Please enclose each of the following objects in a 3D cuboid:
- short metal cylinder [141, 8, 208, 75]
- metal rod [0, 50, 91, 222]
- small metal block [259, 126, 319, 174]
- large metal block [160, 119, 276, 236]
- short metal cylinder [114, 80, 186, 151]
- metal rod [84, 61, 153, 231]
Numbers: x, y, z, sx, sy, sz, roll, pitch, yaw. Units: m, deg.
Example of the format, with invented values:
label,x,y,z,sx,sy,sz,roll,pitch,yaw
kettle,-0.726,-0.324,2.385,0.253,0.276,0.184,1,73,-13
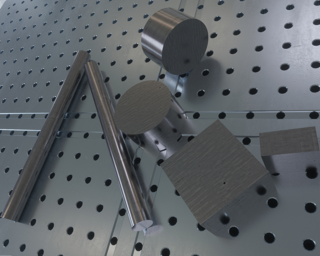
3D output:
label,x,y,z,sx,sy,sz,roll,pitch,yaw
short metal cylinder,0.021,-0.122,0.437,0.080,0.080,0.050,-45,51,-3
metal rod,-0.176,-0.001,0.501,0.025,0.025,0.300,2,63,29
small metal block,0.130,0.024,0.309,0.050,0.050,0.025,-9,58,24
large metal block,0.060,0.052,0.329,0.080,0.050,0.080,-38,51,2
short metal cylinder,-0.012,-0.016,0.408,0.080,0.050,0.080,-13,56,21
metal rod,-0.069,0.003,0.442,0.025,0.025,0.300,-31,52,8
